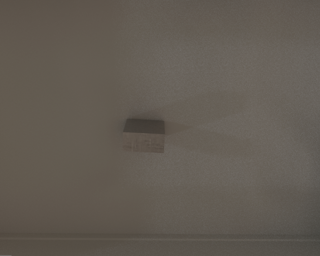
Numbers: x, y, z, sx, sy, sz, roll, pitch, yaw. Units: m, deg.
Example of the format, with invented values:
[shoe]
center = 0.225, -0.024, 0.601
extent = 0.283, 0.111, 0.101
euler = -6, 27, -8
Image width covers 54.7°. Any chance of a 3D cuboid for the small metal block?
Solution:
[small metal block]
center = -0.020, 0.009, 0.397
extent = 0.050, 0.050, 0.025
euler = 3, 110, -2
